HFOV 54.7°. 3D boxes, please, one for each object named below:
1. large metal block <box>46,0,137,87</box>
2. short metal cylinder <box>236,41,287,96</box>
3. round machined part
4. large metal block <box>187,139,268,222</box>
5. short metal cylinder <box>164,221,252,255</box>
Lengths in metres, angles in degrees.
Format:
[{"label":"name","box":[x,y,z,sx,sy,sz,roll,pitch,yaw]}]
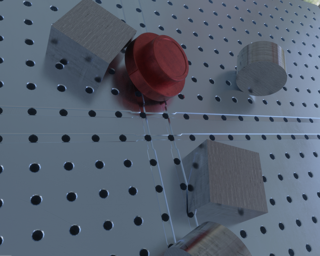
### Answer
[{"label":"large metal block","box":[-0.090,-0.115,0.414,0.080,0.050,0.080,33,51,-7]},{"label":"short metal cylinder","box":[0.171,-0.099,0.525,0.080,0.080,0.050,23,53,-15]},{"label":"round machined part","box":[0.002,-0.090,0.435,0.099,0.042,0.098,20,60,-38]},{"label":"large metal block","box":[0.083,0.069,0.394,0.081,0.050,0.080,15,56,-20]},{"label":"short metal cylinder","box":[0.049,0.143,0.312,0.050,0.080,0.080,-23,74,-36]}]
